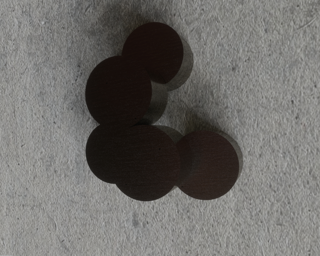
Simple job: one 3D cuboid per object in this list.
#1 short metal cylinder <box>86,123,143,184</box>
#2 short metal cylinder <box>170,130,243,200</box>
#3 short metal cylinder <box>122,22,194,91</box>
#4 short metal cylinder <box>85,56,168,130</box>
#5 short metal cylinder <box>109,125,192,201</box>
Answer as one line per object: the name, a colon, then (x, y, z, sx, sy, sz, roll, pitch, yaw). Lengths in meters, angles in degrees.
short metal cylinder: (-0.051, 0.031, 0.415, 0.080, 0.050, 0.080, 0, 90, 20)
short metal cylinder: (0.058, 0.042, 0.376, 0.080, 0.050, 0.080, 0, 90, 20)
short metal cylinder: (-0.002, -0.088, 0.398, 0.080, 0.050, 0.080, 0, 90, 20)
short metal cylinder: (-0.037, -0.038, 0.356, 0.080, 0.050, 0.080, 0, 90, 20)
short metal cylinder: (-0.009, 0.036, 0.346, 0.080, 0.050, 0.080, 0, 90, 19)
